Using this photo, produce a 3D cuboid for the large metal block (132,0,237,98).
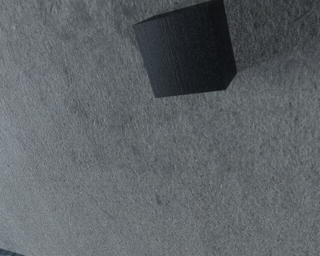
[{"bbox_3d":[0.029,-0.082,0.325,0.080,0.050,0.080,-4,117,30],"label":"large metal block"}]
